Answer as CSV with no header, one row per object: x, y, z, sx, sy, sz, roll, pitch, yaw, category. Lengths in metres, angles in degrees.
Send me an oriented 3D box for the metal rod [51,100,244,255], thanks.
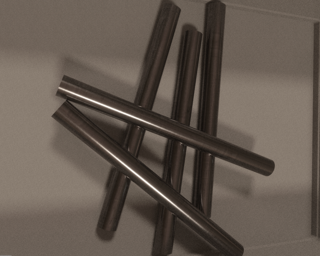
-0.003,0.074,0.382,0.300,0.025,0.025,42,77,-16,metal rod

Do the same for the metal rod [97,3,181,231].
-0.025,-0.018,0.402,0.025,0.025,0.299,18,84,-20,metal rod

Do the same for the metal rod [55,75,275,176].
0.022,0.005,0.391,0.302,0.025,0.025,21,83,-19,metal rod

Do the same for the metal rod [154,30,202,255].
0.025,0.017,0.420,0.025,0.025,0.298,9,87,-20,metal rod

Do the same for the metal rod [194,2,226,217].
0.070,-0.025,0.437,0.025,0.025,0.298,5,88,-20,metal rod
